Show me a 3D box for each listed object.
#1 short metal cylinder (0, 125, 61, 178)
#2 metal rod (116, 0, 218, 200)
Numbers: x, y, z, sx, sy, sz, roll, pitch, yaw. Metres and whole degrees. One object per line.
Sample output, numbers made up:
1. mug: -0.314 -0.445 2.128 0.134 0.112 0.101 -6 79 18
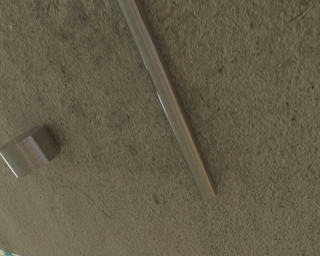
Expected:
1. short metal cylinder: -0.210 0.036 0.501 0.080 0.080 0.050 -15 110 34
2. metal rod: 0.010 -0.038 0.376 0.025 0.025 0.299 -11 113 32
